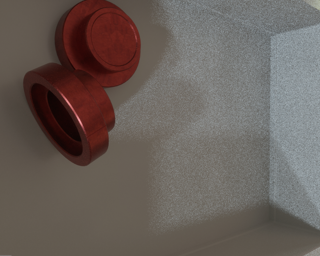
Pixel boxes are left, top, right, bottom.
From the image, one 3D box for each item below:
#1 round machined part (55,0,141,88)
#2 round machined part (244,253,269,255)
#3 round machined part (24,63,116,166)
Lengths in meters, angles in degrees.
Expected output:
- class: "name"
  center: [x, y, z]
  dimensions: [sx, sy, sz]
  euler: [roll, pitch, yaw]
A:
- class: "round machined part"
  center: [-0.061, -0.094, 0.344]
  dimensions: [0.099, 0.042, 0.097]
  euler: [0, 90, -40]
- class: "round machined part"
  center: [0.144, 0.227, 0.488]
  dimensions: [0.099, 0.098, 0.042]
  euler: [2, 66, -40]
- class: "round machined part"
  center: [-0.080, -0.016, 0.292]
  dimensions: [0.042, 0.098, 0.098]
  euler: [-37, 113, -34]
